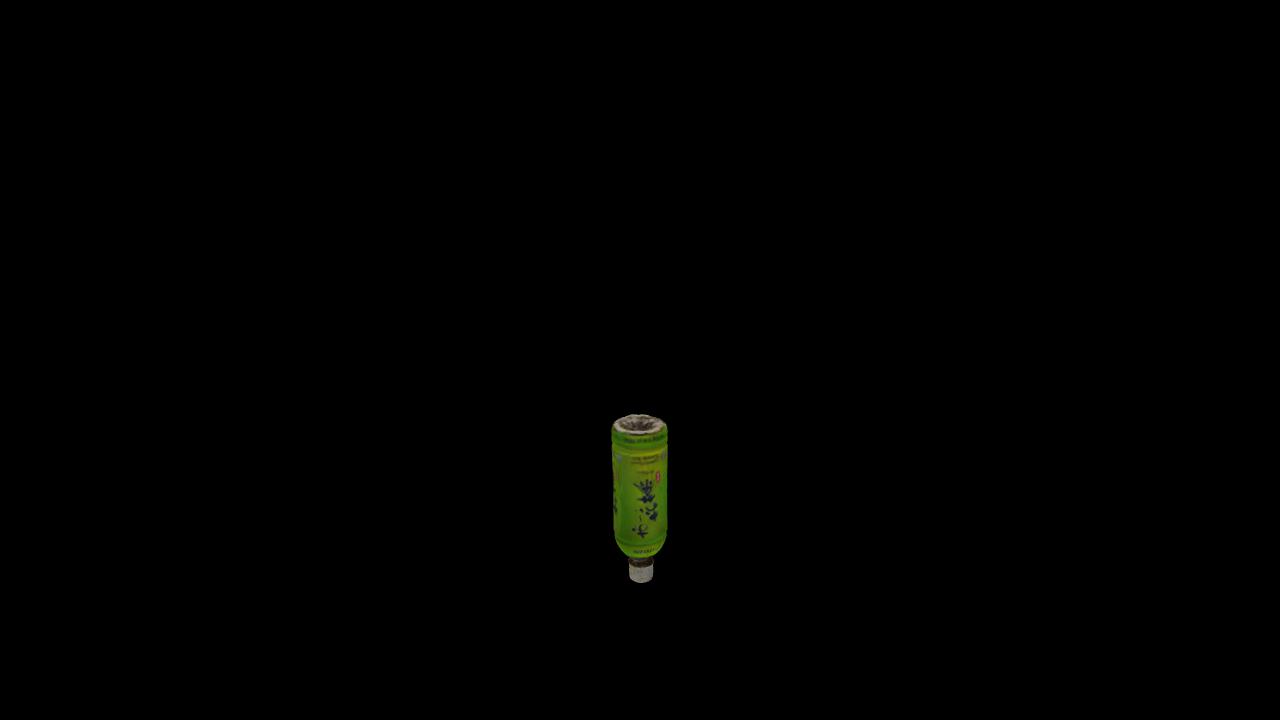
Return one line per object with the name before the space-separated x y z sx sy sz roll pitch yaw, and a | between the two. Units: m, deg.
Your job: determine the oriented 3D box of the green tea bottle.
green tea bottle | 0.001 0.177 0.768 0.073 0.212 0.073 -3 14 1
